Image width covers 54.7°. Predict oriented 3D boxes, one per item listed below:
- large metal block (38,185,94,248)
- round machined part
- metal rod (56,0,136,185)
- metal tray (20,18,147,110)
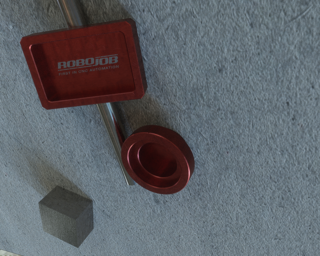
[{"bbox_3d":[-0.174,0.166,0.582,0.080,0.050,0.079,18,126,17],"label":"large metal block"},{"bbox_3d":[0.001,0.038,0.418,0.098,0.042,0.097,13,124,20],"label":"round machined part"},{"bbox_3d":[-0.079,-0.050,0.415,0.025,0.025,0.298,-3,117,29],"label":"metal rod"},{"bbox_3d":[-0.088,-0.075,0.372,0.131,0.030,0.089,-6,115,8],"label":"metal tray"}]
